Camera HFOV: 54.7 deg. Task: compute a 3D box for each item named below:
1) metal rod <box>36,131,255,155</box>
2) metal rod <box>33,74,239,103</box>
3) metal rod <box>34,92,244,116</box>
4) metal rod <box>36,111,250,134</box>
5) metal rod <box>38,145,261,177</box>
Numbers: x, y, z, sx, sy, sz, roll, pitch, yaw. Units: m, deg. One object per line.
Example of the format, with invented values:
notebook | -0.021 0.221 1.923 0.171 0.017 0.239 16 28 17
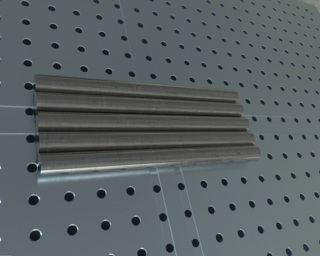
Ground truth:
metal rod | 0.003 0.017 0.401 0.303 0.025 0.025 0 62 -28
metal rod | -0.014 -0.050 0.433 0.303 0.025 0.025 0 62 -28
metal rod | -0.008 -0.028 0.422 0.303 0.025 0.025 0 62 -28
metal rod | -0.002 -0.005 0.411 0.303 0.025 0.025 0 62 -28
metal rod | 0.009 0.038 0.391 0.303 0.025 0.025 0 62 -29
